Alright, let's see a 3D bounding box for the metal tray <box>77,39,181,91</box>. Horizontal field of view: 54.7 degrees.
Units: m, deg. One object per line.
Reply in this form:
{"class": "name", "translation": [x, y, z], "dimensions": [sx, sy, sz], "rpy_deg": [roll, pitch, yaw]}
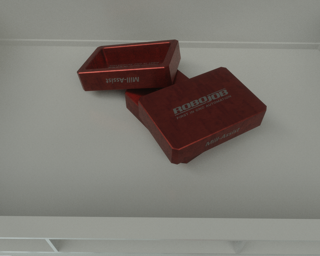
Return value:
{"class": "metal tray", "translation": [-0.041, -0.092, 0.449], "dimensions": [0.131, 0.030, 0.090], "rpy_deg": [-1, 38, 15]}

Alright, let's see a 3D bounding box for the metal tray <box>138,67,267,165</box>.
{"class": "metal tray", "translation": [0.050, -0.020, 0.381], "dimensions": [0.131, 0.030, 0.090], "rpy_deg": [-23, 55, -19]}

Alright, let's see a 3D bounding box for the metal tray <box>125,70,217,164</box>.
{"class": "metal tray", "translation": [0.025, -0.023, 0.421], "dimensions": [0.091, 0.030, 0.130], "rpy_deg": [-31, 57, -24]}
